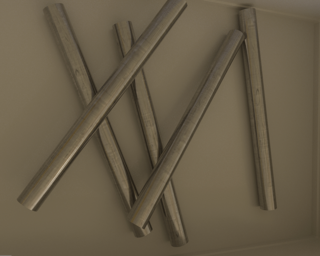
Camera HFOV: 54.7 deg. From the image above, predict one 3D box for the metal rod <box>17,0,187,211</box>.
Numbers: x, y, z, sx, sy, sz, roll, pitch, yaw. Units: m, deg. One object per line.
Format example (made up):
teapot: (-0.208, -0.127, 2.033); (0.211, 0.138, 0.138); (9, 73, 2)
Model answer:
metal rod: (-0.059, -0.039, 0.361); (0.025, 0.025, 0.300); (38, 78, -17)

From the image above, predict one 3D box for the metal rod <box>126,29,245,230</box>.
metal rod: (0.041, -0.011, 0.408); (0.025, 0.025, 0.300); (35, 71, -17)

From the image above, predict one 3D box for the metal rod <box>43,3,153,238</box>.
metal rod: (-0.073, -0.003, 0.384); (0.025, 0.025, 0.298); (-23, 98, -19)

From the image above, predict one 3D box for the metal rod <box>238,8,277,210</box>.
metal rod: (0.147, -0.026, 0.466); (0.025, 0.025, 0.298); (-8, 93, -20)

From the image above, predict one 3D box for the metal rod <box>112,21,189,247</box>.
metal rod: (-0.011, 0.012, 0.407); (0.025, 0.025, 0.298); (-17, 96, -20)
